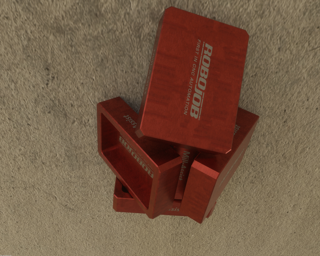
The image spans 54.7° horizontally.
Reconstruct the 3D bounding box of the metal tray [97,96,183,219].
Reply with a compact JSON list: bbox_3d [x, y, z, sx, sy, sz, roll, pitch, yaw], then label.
[{"bbox_3d":[-0.031,0.033,0.373,0.030,0.130,0.089,-22,138,-31],"label":"metal tray"}]

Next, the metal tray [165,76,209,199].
[{"bbox_3d":[0.025,0.013,0.377,0.030,0.090,0.129,5,130,-5],"label":"metal tray"}]

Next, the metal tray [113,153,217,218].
[{"bbox_3d":[0.005,0.074,0.428,0.131,0.090,0.030,5,130,-5],"label":"metal tray"}]

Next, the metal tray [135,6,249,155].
[{"bbox_3d":[0.033,-0.045,0.310,0.091,0.129,0.030,14,170,-12],"label":"metal tray"}]

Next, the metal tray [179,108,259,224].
[{"bbox_3d":[0.075,0.042,0.380,0.030,0.131,0.089,27,134,21],"label":"metal tray"}]
